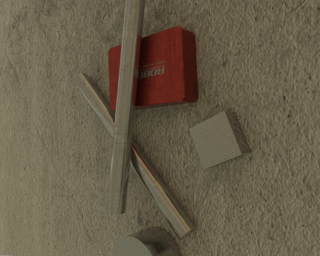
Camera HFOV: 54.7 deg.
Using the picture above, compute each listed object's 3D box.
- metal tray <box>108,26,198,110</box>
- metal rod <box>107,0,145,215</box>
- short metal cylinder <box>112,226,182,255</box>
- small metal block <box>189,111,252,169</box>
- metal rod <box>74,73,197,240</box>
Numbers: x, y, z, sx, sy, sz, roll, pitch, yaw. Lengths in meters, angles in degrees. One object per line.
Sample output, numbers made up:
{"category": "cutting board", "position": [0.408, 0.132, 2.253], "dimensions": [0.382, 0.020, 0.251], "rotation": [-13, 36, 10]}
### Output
{"category": "metal tray", "position": [-0.014, -0.073, 0.413], "dimensions": [0.130, 0.030, 0.089], "rotation": [-4, 87, 40]}
{"category": "metal rod", "position": [-0.044, -0.037, 0.401], "dimensions": [0.025, 0.025, 0.298], "rotation": [10, 97, 39]}
{"category": "short metal cylinder", "position": [-0.017, 0.175, 0.403], "dimensions": [0.080, 0.050, 0.079], "rotation": [0, 90, 40]}
{"category": "small metal block", "position": [0.067, 0.014, 0.350], "dimensions": [0.050, 0.025, 0.050], "rotation": [-29, 72, 36]}
{"category": "metal rod", "position": [-0.048, 0.024, 0.444], "dimensions": [0.300, 0.025, 0.025], "rotation": [52, 120, 27]}
